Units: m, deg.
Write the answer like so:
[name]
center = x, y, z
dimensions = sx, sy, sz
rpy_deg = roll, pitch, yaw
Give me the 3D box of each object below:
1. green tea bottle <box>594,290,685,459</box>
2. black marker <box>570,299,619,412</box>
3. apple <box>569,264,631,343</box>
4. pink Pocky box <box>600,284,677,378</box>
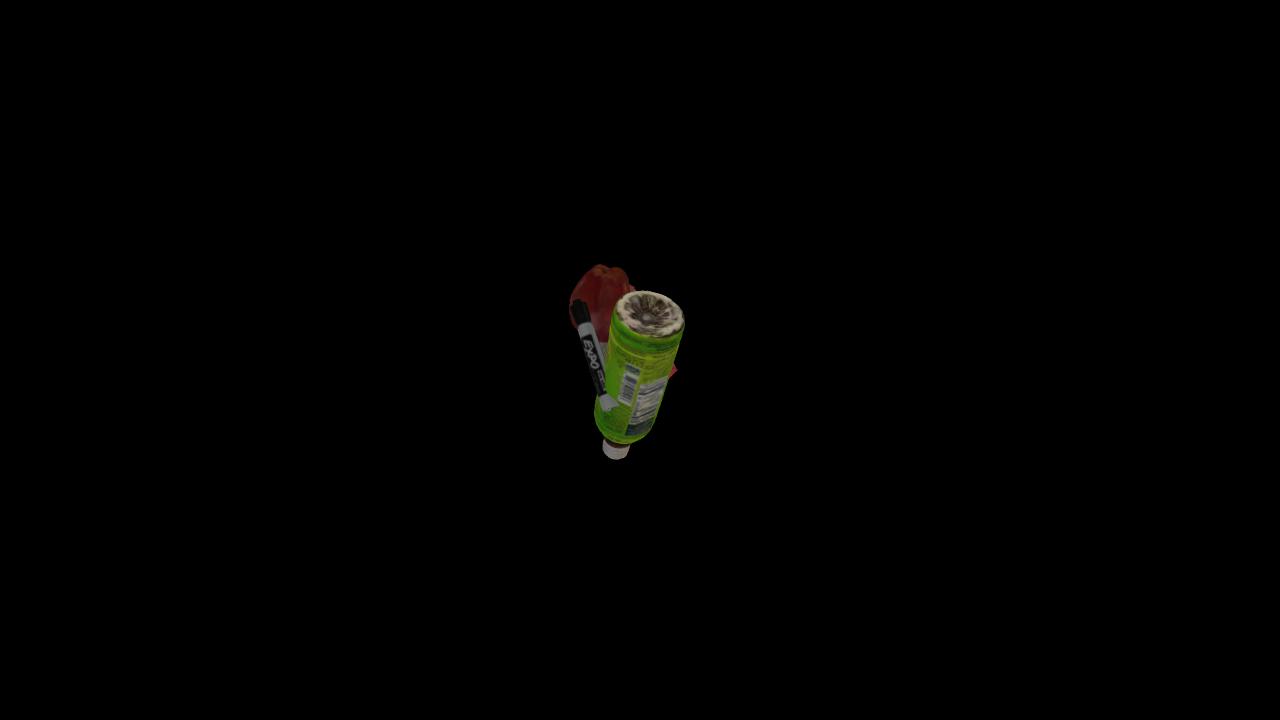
[green tea bottle]
center = -0.010, 0.029, 0.638
dimensions = 0.073, 0.212, 0.073
rpy_deg = 9, 42, -8
[black marker]
center = -0.047, -0.007, 0.631
dimensions = 0.020, 0.121, 0.020
rpy_deg = -18, -12, -4
[apple]
center = -0.045, -0.065, 0.737
dimensions = 0.079, 0.093, 0.079
rpy_deg = 5, 36, -3
[pink Pocky box]
center = -0.017, -0.018, 0.759
dimensions = 0.029, 0.155, 0.084
rpy_deg = 20, -56, -42
